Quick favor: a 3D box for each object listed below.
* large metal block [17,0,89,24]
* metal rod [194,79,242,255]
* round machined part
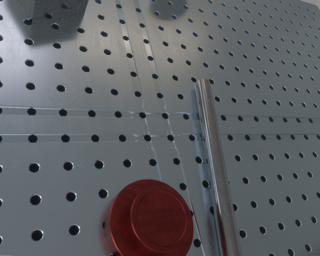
[{"bbox_3d":[-0.155,-0.198,0.430,0.081,0.050,0.080,-26,76,-37],"label":"large metal block"},{"bbox_3d":[0.076,0.061,0.412,0.025,0.025,0.299,10,58,-23],"label":"metal rod"},{"bbox_3d":[-0.006,0.101,0.332,0.099,0.042,0.098,14,56,-21],"label":"round machined part"}]
